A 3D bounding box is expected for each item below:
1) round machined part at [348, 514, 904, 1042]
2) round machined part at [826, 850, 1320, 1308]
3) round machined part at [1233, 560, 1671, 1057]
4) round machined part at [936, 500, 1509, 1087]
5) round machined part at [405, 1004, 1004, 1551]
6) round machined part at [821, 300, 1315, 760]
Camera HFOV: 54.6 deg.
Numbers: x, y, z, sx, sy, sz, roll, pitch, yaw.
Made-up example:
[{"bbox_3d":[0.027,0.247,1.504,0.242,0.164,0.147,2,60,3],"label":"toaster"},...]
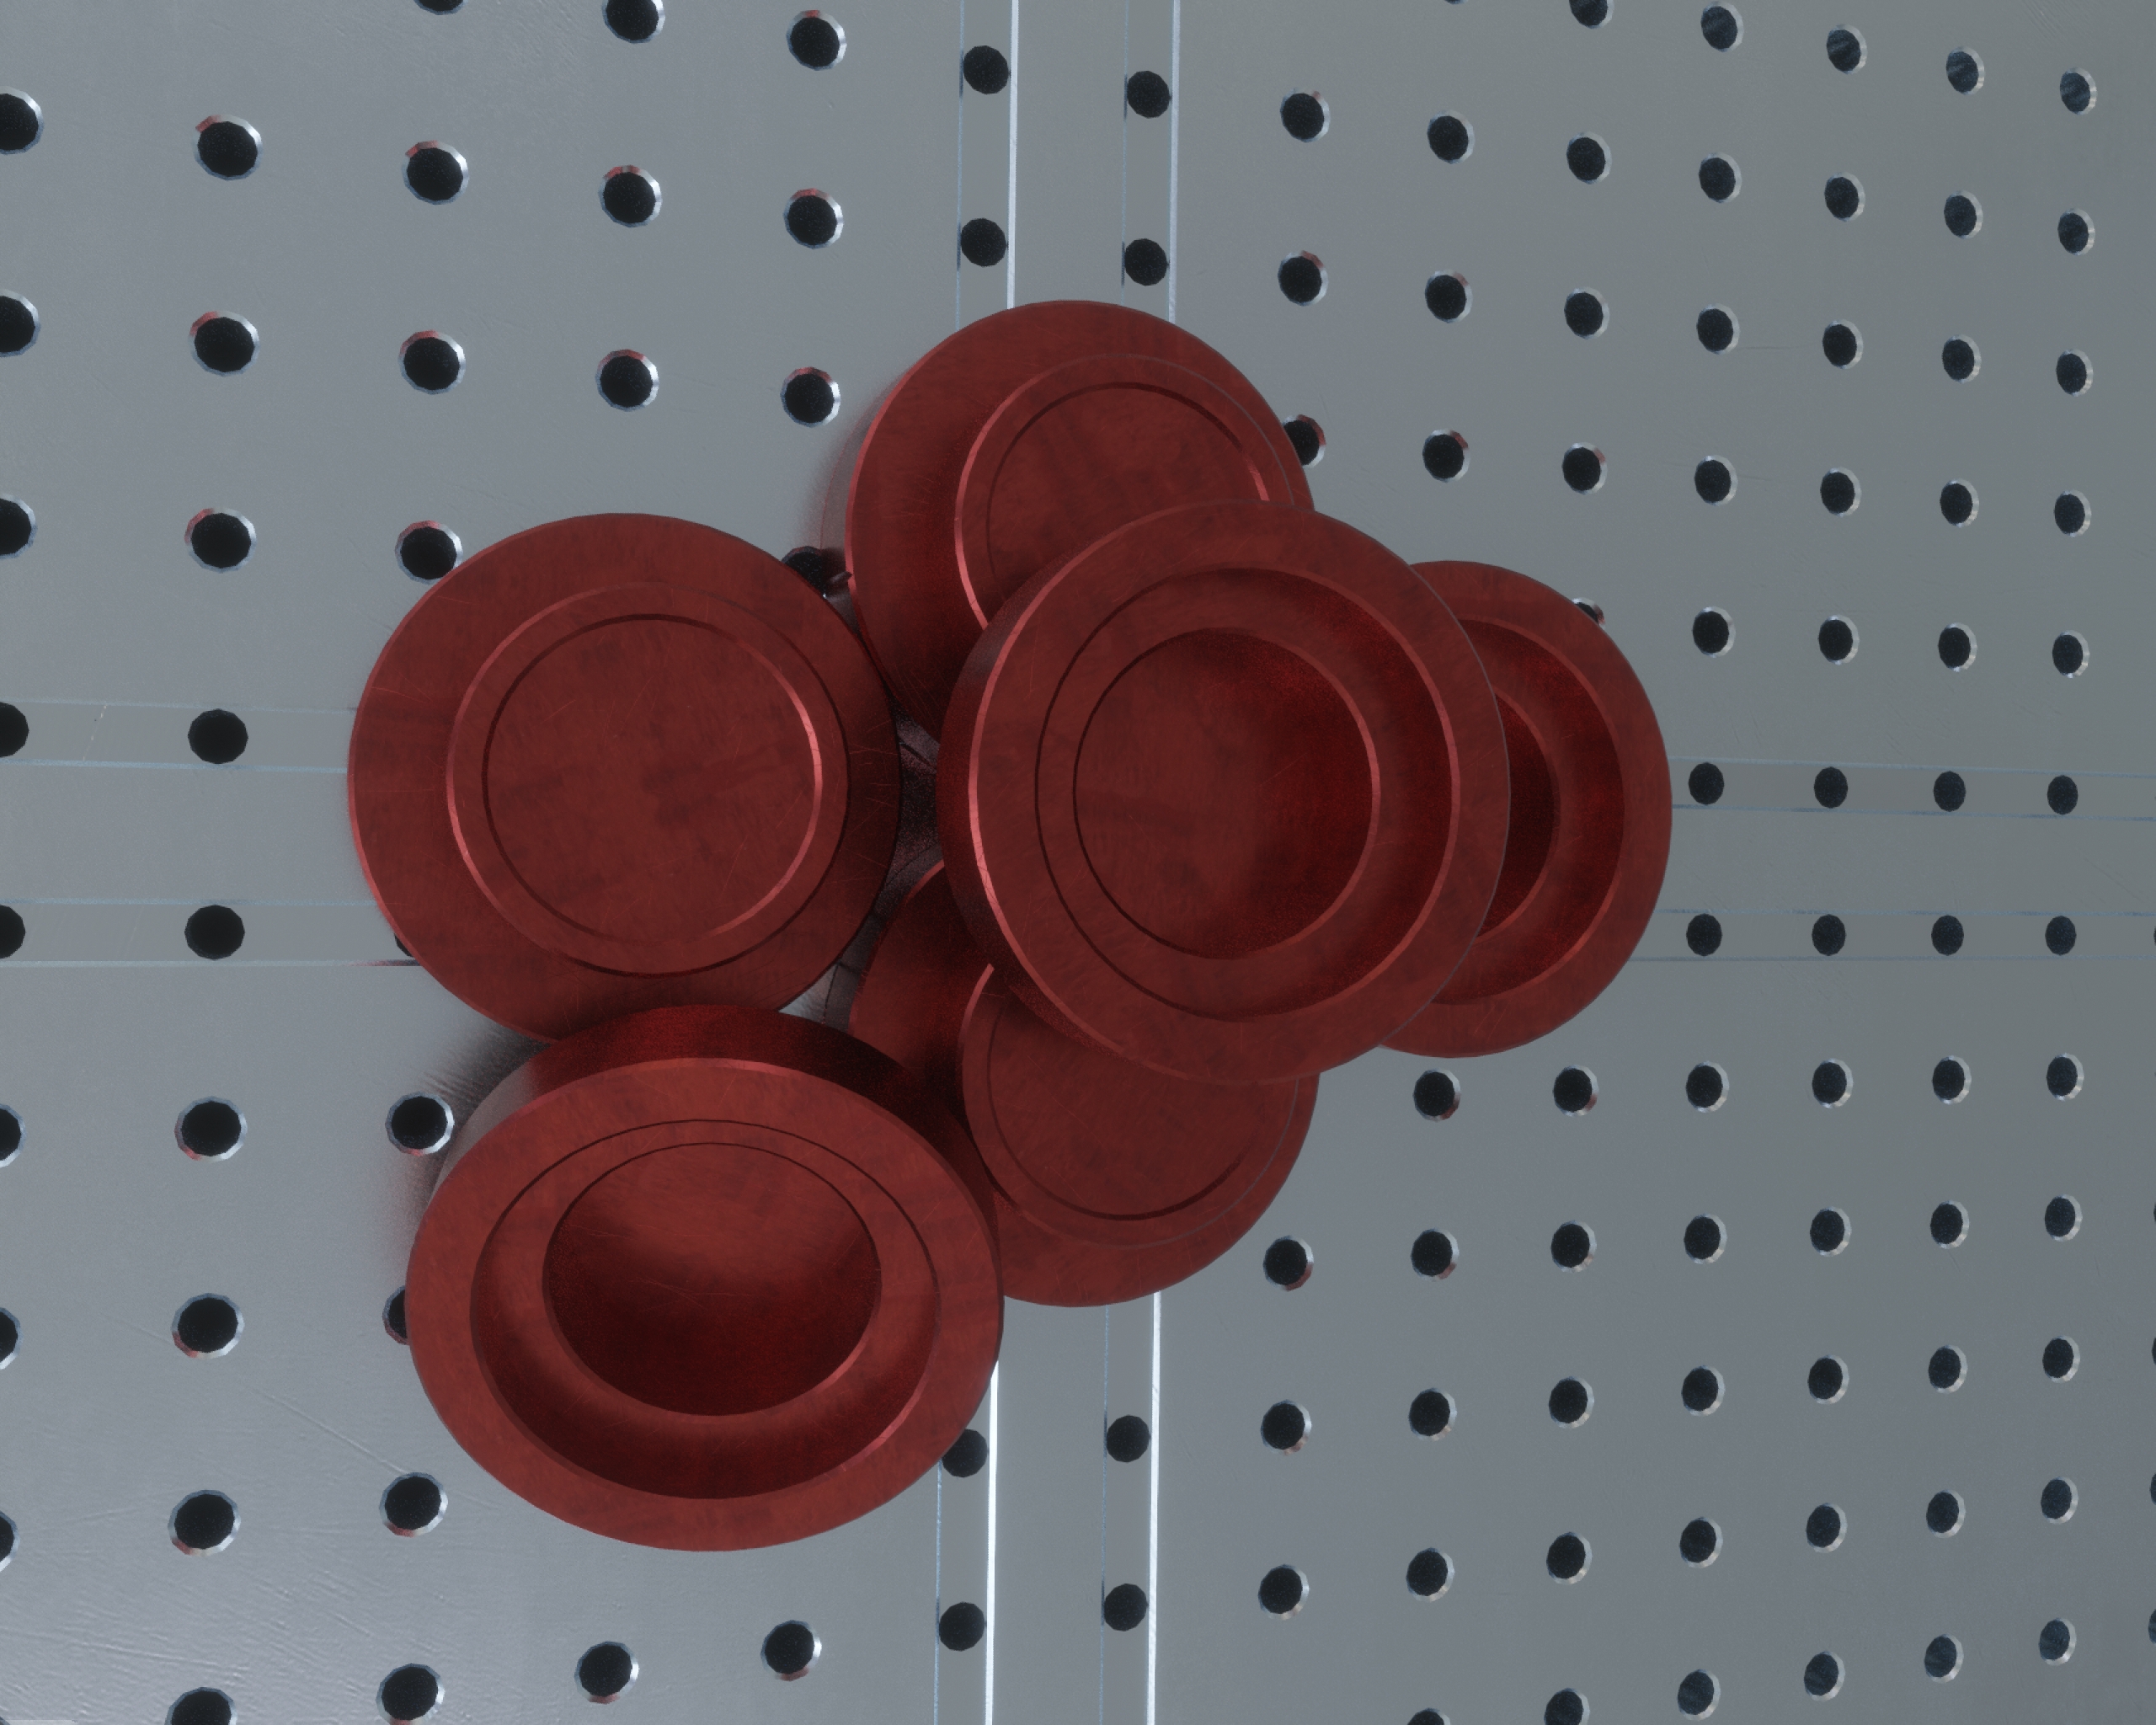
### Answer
[{"bbox_3d":[-0.079,-0.014,0.374,0.099,0.042,0.097,0,90,-20],"label":"round machined part"},{"bbox_3d":[0.003,0.038,0.404,0.099,0.042,0.097,0,90,-20],"label":"round machined part"},{"bbox_3d":[0.068,-0.011,0.428,0.099,0.042,0.097,0,90,-20],"label":"round machined part"},{"bbox_3d":[0.022,-0.012,0.366,0.099,0.042,0.097,0,90,-20],"label":"round machined part"},{"bbox_3d":[-0.063,0.068,0.366,0.099,0.042,0.097,-2,112,-4],"label":"round machined part"},{"bbox_3d":[0.003,-0.060,0.404,0.099,0.042,0.097,0,90,-20],"label":"round machined part"}]
